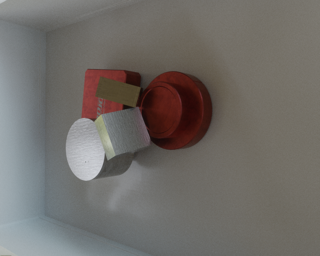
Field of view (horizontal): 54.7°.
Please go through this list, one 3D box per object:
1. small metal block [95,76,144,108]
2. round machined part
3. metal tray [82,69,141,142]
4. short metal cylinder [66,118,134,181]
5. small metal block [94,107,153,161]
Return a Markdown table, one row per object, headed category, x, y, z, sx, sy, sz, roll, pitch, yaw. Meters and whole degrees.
| category | x | y | z | sx | sy | sz | roll | pitch | yaw |
| --- | --- | --- | --- | --- | --- | --- | --- | --- | --- |
| small metal block | -0.049 | -0.045 | 0.393 | 0.050 | 0.050 | 0.025 | 16 | 96 | 1 |
| round machined part | 0.011 | -0.022 | 0.382 | 0.098 | 0.042 | 0.097 | 0 | 90 | 39 |
| metal tray | -0.076 | -0.020 | 0.459 | 0.090 | 0.030 | 0.129 | 10 | 96 | 39 |
| short metal cylinder | -0.081 | 0.027 | 0.413 | 0.080 | 0.050 | 0.079 | 0 | 90 | 39 |
| small metal block | -0.044 | 0.006 | 0.372 | 0.025 | 0.050 | 0.050 | -33 | 76 | 55 |
